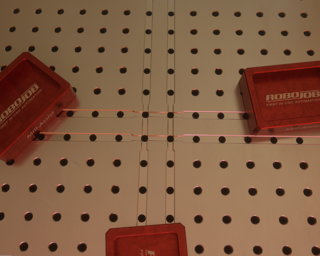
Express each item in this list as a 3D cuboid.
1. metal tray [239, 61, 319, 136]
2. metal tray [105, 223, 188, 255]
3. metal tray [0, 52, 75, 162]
[{"bbox_3d":[0.184,-0.042,0.425,0.131,0.030,0.090,-6,70,-2],"label":"metal tray"},{"bbox_3d":[-0.012,0.176,0.344,0.091,0.030,0.130,-4,70,-2],"label":"metal tray"},{"bbox_3d":[-0.193,-0.031,0.419,0.090,0.030,0.130,37,74,12],"label":"metal tray"}]
